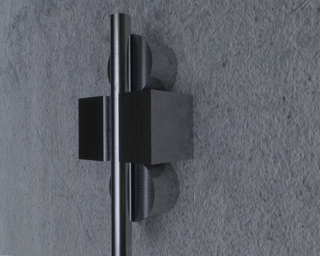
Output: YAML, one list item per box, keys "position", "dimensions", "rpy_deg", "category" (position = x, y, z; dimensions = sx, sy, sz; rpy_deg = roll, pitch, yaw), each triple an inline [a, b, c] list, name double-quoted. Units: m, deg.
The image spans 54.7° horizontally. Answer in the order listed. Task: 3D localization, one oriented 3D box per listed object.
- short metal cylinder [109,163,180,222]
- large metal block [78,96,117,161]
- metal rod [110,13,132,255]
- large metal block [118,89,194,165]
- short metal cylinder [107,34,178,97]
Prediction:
- position: [-0.021, 0.078, 0.408]
  dimensions: [0.080, 0.050, 0.080]
  rpy_deg: [0, 89, 40]
  category: "short metal cylinder"
- position: [-0.062, 0.001, 0.421]
  dimensions: [0.050, 0.081, 0.080]
  rpy_deg: [-1, 89, 40]
  category: "large metal block"
- position: [-0.048, 0.012, 0.380]
  dimensions: [0.025, 0.025, 0.298]
  rpy_deg: [-1, 89, 40]
  category: "metal rod"
- position: [-0.003, -0.001, 0.373]
  dimensions: [0.050, 0.081, 0.080]
  rpy_deg: [-1, 89, 40]
  category: "large metal block"
- position: [-0.024, -0.078, 0.409]
  dimensions: [0.080, 0.050, 0.080]
  rpy_deg: [0, 89, 40]
  category: "short metal cylinder"
